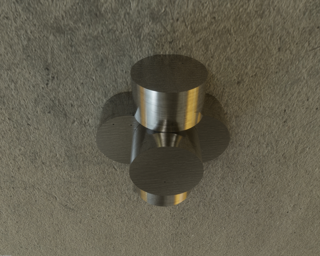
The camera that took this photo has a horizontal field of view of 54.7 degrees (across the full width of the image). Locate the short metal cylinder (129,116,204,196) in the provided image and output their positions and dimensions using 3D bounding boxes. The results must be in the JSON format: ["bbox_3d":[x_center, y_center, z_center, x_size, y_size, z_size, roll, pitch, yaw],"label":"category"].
[{"bbox_3d":[0.007,0.033,0.354,0.081,0.050,0.079,0,130,0],"label":"short metal cylinder"}]

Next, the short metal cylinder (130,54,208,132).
[{"bbox_3d":[0.010,-0.040,0.339,0.081,0.080,0.050,0,130,-1],"label":"short metal cylinder"}]

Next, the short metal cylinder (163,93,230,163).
[{"bbox_3d":[0.044,0.000,0.393,0.081,0.050,0.079,0,130,0],"label":"short metal cylinder"}]

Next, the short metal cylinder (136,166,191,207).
[{"bbox_3d":[0.005,0.059,0.424,0.081,0.080,0.050,0,130,-1],"label":"short metal cylinder"}]

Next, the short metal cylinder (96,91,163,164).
[{"bbox_3d":[-0.036,0.000,0.392,0.081,0.050,0.079,0,130,0],"label":"short metal cylinder"}]
